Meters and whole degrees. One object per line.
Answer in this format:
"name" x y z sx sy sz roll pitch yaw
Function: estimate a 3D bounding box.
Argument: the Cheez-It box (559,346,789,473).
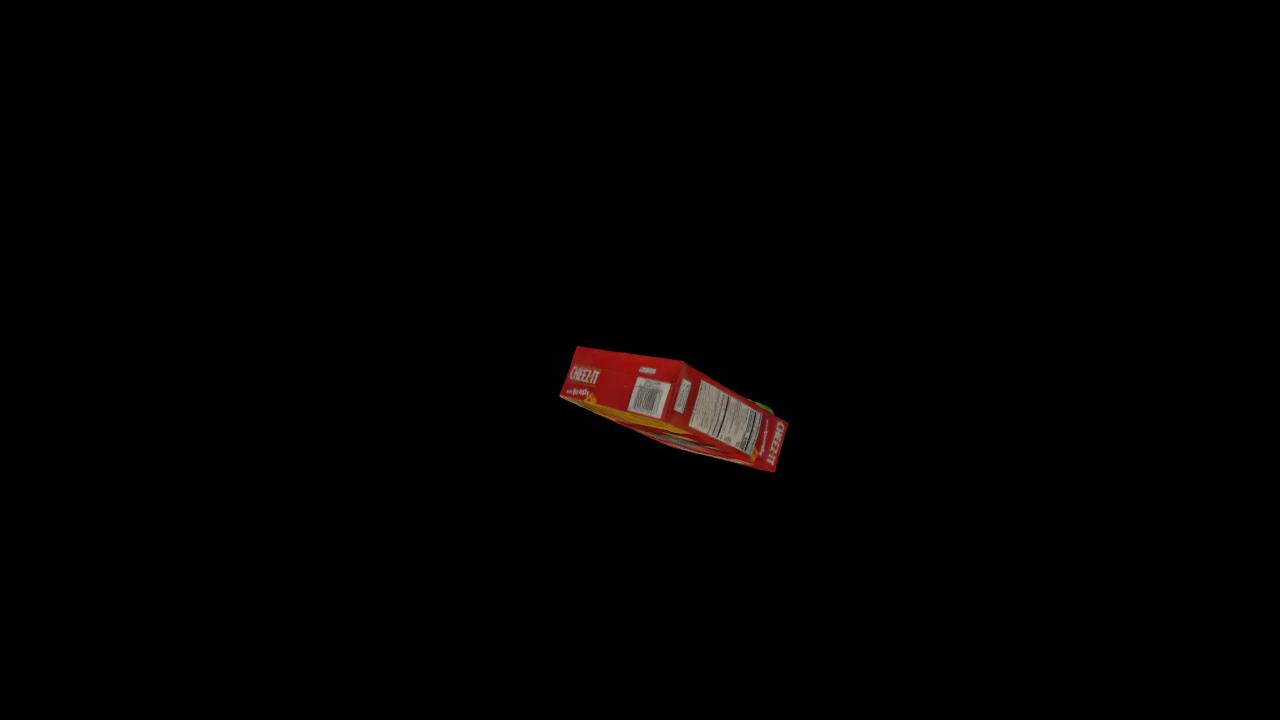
"Cheez-It box" 0.044 0.059 0.707 0.166 0.071 0.223 8 -15 44

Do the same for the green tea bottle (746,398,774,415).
"green tea bottle" 0.054 0.055 0.735 0.212 0.073 0.073 20 -3 -9
